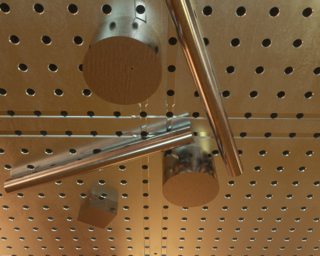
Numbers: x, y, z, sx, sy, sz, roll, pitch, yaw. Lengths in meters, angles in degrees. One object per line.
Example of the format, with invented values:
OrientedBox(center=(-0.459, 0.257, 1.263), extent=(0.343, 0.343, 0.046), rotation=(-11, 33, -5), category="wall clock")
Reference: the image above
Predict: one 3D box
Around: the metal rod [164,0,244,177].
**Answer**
OrientedBox(center=(0.060, -0.042, 0.375), extent=(0.025, 0.025, 0.299), rotation=(-16, 129, 13), category="metal rod")

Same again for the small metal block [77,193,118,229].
OrientedBox(center=(-0.107, 0.144, 0.533), extent=(0.050, 0.025, 0.050), rotation=(26, 126, -21), category="small metal block")

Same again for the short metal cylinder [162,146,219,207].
OrientedBox(center=(0.044, 0.073, 0.457), extent=(0.081, 0.050, 0.079), rotation=(0, 130, 0), category="short metal cylinder")

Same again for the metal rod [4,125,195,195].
OrientedBox(center=(-0.096, 0.050, 0.453), extent=(0.301, 0.025, 0.025), rotation=(-17, 128, 13), category="metal rod")

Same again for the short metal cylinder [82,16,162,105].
OrientedBox(center=(-0.038, -0.072, 0.334), extent=(0.081, 0.050, 0.079), rotation=(0, 130, 0), category="short metal cylinder")
